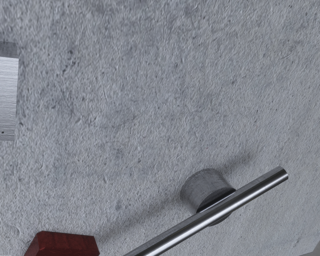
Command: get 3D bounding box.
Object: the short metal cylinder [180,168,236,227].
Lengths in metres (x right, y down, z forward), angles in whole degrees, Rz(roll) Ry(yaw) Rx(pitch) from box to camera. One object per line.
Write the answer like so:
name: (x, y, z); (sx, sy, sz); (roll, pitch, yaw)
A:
short metal cylinder: (0.080, 0.113, 0.504); (0.081, 0.050, 0.079); (-14, 124, -21)

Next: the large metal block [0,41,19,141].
large metal block: (-0.173, -0.035, 0.274); (0.081, 0.050, 0.079); (1, 118, -29)

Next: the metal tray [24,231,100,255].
metal tray: (-0.158, 0.212, 0.448); (0.091, 0.030, 0.129); (22, 106, -37)

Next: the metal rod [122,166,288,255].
metal rod: (0.062, 0.137, 0.460); (0.302, 0.025, 0.025); (-26, 128, -12)
